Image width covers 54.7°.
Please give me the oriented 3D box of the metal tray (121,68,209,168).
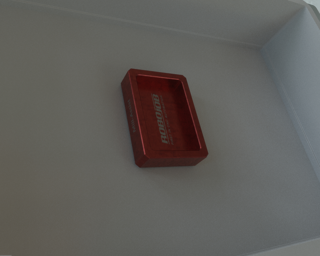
[{"bbox_3d":[0.004,-0.014,0.411,0.091,0.030,0.130,2,61,-28],"label":"metal tray"}]
